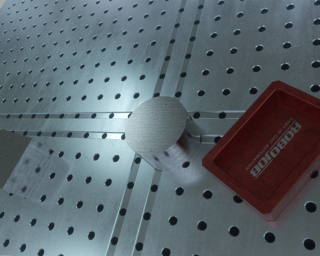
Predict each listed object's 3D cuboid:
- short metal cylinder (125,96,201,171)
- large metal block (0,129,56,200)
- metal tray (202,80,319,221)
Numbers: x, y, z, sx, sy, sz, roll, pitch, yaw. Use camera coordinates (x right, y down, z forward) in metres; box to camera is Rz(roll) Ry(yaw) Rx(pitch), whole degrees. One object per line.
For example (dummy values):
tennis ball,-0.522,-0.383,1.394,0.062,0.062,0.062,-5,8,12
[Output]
short metal cylinder,0.004,0.007,0.386,0.080,0.050,0.080,-13,56,21
large metal block,-0.223,0.054,0.476,0.080,0.050,0.080,11,67,33
metal tray,0.121,0.019,0.329,0.130,0.030,0.090,-47,51,-5
